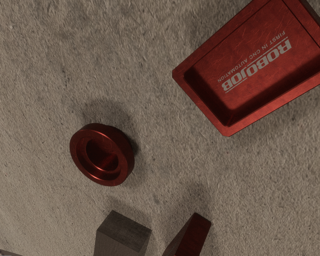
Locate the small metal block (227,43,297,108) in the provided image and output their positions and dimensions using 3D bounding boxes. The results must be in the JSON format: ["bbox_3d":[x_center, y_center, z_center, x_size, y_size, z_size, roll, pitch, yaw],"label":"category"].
[{"bbox_3d":[0.105,-0.056,0.316,0.050,0.025,0.050,-24,106,36],"label":"small metal block"}]

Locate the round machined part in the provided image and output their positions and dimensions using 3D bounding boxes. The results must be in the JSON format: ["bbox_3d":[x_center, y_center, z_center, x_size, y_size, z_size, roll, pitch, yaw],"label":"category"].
[{"bbox_3d":[-0.080,0.035,0.458,0.098,0.042,0.097,13,124,20],"label":"round machined part"}]

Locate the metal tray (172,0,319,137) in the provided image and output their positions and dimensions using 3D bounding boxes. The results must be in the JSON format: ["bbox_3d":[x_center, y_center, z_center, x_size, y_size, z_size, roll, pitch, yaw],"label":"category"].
[{"bbox_3d":[0.086,-0.058,0.289,0.090,0.030,0.129,49,128,-6],"label":"metal tray"}]

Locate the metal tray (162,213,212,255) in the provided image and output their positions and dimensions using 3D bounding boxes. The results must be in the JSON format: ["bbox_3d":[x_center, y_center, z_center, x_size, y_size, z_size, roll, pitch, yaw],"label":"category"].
[{"bbox_3d":[0.026,0.200,0.473,0.030,0.090,0.129,32,128,7],"label":"metal tray"}]

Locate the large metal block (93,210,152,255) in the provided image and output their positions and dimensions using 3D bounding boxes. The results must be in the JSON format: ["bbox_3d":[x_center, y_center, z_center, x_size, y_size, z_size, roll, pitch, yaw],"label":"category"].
[{"bbox_3d":[-0.067,0.206,0.551,0.080,0.050,0.079,23,127,13],"label":"large metal block"}]
